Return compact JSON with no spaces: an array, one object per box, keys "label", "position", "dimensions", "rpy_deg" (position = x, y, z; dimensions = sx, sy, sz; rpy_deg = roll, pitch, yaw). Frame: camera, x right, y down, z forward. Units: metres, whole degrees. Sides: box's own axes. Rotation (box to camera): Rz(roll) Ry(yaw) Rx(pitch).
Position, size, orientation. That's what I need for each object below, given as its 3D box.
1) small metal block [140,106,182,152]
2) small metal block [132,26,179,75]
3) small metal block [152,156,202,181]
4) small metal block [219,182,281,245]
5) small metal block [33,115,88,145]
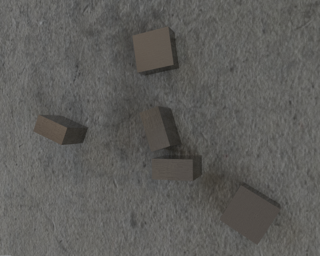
[{"label":"small metal block","position":[0.002,0.001,0.394],"dimensions":[0.025,0.050,0.050],"rpy_deg":[-19,84,19]},{"label":"small metal block","position":[-0.005,-0.101,0.410],"dimensions":[0.050,0.025,0.050],"rpy_deg":[-9,87,19]},{"label":"small metal block","position":[0.023,0.049,0.387],"dimensions":[0.050,0.050,0.025],"rpy_deg":[-1,90,19]},{"label":"small metal block","position":[0.108,0.101,0.371],"dimensions":[0.050,0.025,0.050],"rpy_deg":[31,100,17]},{"label":"small metal block","position":[-0.141,0.002,0.444],"dimensions":[0.050,0.050,0.025],"rpy_deg":[23,98,18]}]
